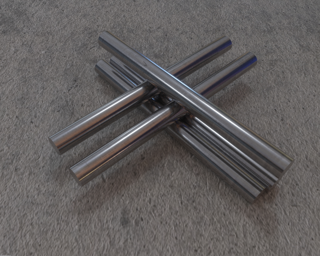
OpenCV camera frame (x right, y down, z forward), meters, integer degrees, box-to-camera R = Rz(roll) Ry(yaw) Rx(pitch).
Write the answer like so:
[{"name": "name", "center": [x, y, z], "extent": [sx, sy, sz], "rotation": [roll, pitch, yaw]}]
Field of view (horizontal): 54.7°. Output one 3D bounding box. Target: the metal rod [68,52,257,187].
[{"name": "metal rod", "center": [0.022, -0.025, 0.393], "extent": [0.302, 0.025, 0.025], "rotation": [-35, 58, -26]}]

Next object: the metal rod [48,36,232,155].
[{"name": "metal rod", "center": [-0.009, -0.056, 0.419], "extent": [0.302, 0.025, 0.025], "rotation": [-35, 58, -26]}]

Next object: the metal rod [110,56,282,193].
[{"name": "metal rod", "center": [0.030, -0.021, 0.423], "extent": [0.025, 0.025, 0.300], "rotation": [-35, 58, -26]}]

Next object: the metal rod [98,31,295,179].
[{"name": "metal rod", "center": [0.024, -0.044, 0.376], "extent": [0.025, 0.025, 0.300], "rotation": [-35, 59, -26]}]

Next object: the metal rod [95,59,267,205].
[{"name": "metal rod", "center": [0.009, -0.010, 0.413], "extent": [0.025, 0.025, 0.300], "rotation": [-35, 58, -26]}]
